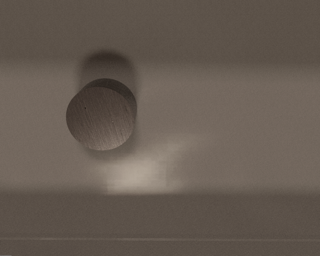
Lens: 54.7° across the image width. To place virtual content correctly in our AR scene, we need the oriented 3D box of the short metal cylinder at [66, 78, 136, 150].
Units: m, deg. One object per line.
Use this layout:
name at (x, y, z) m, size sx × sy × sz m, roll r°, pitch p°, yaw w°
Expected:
short metal cylinder at (-0.071, -0.018, 0.390) m, size 0.081 × 0.050 × 0.079 m, roll 0°, pitch 110°, yaw -1°
